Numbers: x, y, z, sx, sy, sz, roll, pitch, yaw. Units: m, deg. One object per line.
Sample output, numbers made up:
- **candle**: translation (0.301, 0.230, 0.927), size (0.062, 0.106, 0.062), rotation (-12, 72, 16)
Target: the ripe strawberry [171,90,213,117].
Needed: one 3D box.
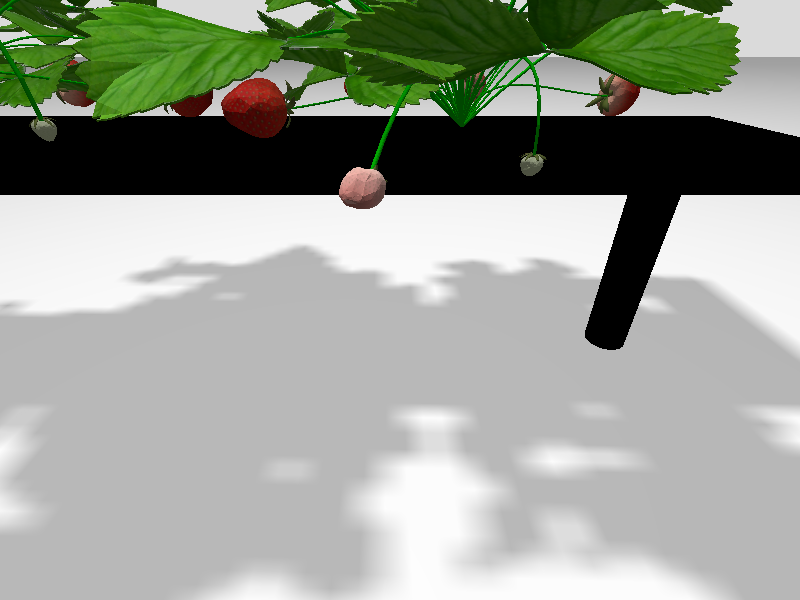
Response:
- **ripe strawberry**: translation (-0.188, -0.186, 0.358), size (0.039, 0.040, 0.035), rotation (-7, 33, -12)

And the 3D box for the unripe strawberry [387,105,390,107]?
- **unripe strawberry**: translation (-0.013, -0.219, 0.424), size (0.022, 0.025, 0.024), rotation (-15, 35, -22)

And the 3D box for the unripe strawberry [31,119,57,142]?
- **unripe strawberry**: translation (-0.196, -0.094, 0.221), size (0.011, 0.011, 0.011), rotation (17, 36, 24)

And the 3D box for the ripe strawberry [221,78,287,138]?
- **ripe strawberry**: translation (-0.100, -0.132, 0.276), size (0.042, 0.036, 0.042), rotation (-10, 34, -14)

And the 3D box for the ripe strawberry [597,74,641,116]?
- **ripe strawberry**: translation (0.199, -0.186, 0.362), size (0.036, 0.037, 0.033), rotation (-11, 34, -17)

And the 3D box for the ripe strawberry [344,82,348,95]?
- **ripe strawberry**: translation (-0.056, -0.259, 0.486), size (0.027, 0.028, 0.029), rotation (-16, 35, -23)

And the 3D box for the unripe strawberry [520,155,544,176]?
- **unripe strawberry**: translation (0.065, -0.066, 0.197), size (0.011, 0.010, 0.010), rotation (-3, 33, -5)

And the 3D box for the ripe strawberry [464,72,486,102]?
- **ripe strawberry**: translation (0.081, -0.240, 0.448), size (0.031, 0.035, 0.033), rotation (6, 33, 9)

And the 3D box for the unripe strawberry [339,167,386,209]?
- **unripe strawberry**: translation (-0.015, -0.042, 0.155), size (0.019, 0.017, 0.017), rotation (10, 47, 15)

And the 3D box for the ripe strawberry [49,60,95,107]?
- **ripe strawberry**: translation (-0.349, -0.237, 0.436), size (0.045, 0.047, 0.049), rotation (11, 34, 16)
